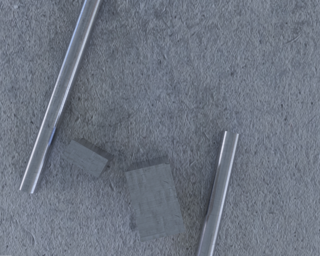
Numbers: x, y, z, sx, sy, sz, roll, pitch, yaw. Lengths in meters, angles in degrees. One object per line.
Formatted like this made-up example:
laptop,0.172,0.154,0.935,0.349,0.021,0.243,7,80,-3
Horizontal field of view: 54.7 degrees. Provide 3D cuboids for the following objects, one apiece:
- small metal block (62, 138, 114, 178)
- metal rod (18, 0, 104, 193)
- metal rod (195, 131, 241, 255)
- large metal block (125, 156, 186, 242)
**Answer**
small metal block,-0.090,0.037,0.397,0.050,0.050,0.025,30,90,0
metal rod,-0.125,-0.060,0.408,0.025,0.025,0.299,19,90,0
metal rod,0.063,0.152,0.410,0.025,0.025,0.298,12,90,0
large metal block,-0.005,0.082,0.383,0.050,0.080,0.080,-13,90,0
